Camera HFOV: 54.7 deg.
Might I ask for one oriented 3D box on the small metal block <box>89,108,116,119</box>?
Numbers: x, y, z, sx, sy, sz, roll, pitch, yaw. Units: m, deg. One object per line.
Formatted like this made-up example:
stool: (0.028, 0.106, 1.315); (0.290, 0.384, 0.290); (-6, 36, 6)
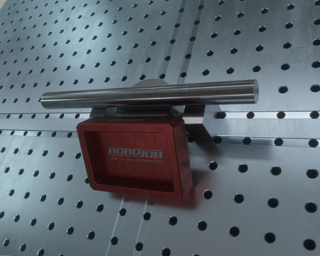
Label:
small metal block: (-0.071, -0.018, 0.441); (0.025, 0.050, 0.050); (-1, 61, 28)

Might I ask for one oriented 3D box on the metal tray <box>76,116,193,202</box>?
metal tray: (-0.032, 0.033, 0.366); (0.130, 0.089, 0.030); (1, 19, 28)

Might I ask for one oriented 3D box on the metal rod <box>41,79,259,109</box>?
metal rod: (-0.034, -0.039, 0.386); (0.300, 0.025, 0.025); (1, 62, 29)

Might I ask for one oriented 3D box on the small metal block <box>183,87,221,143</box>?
small metal block: (0.051, -0.015, 0.375); (0.025, 0.050, 0.050); (-1, 61, 28)

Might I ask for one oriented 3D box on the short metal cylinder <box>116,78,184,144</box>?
short metal cylinder: (-0.010, -0.018, 0.408); (0.080, 0.050, 0.080); (-13, 56, 21)
